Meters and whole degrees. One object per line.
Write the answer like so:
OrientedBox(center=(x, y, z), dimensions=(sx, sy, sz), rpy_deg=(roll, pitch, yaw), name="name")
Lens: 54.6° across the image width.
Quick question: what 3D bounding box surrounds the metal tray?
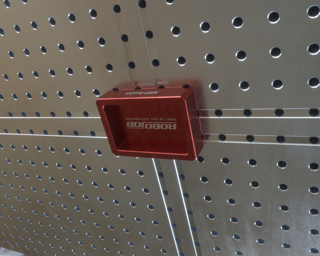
OrientedBox(center=(-0.014, -0.005, 0.412), dimensions=(0.130, 0.030, 0.090), rpy_deg=(1, 119, 27), name="metal tray")
